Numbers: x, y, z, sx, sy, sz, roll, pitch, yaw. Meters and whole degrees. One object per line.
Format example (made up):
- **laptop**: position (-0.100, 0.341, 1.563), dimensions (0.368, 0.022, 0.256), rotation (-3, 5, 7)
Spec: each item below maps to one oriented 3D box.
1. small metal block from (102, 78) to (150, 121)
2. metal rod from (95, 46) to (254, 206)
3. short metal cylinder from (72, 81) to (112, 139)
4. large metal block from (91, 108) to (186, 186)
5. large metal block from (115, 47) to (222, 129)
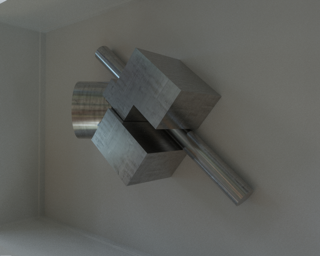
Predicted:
- **small metal block**: position (-0.034, -0.034, 0.385), dimensions (0.050, 0.050, 0.025), rotation (48, 119, 29)
- **metal rod**: position (0.001, -0.020, 0.403), dimensions (0.300, 0.025, 0.025), rotation (47, 118, 29)
- **short metal cylinder**: position (-0.086, -0.025, 0.430), dimensions (0.050, 0.080, 0.079), rotation (1, 91, 0)
- **large metal block**: position (-0.024, 0.021, 0.388), dimensions (0.080, 0.081, 0.050), rotation (47, 118, 29)
- **large metal block**: position (0.010, -0.044, 0.360), dimensions (0.080, 0.081, 0.050), rotation (48, 118, 29)
